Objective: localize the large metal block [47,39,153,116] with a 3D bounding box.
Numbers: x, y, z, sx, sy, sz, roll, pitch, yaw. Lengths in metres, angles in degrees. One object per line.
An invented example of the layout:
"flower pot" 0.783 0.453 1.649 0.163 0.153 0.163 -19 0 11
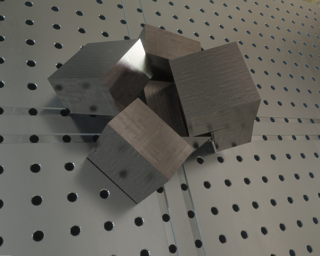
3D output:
"large metal block" -0.067 -0.060 0.365 0.080 0.080 0.050 -58 140 -39

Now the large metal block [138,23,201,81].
"large metal block" 0.002 -0.085 0.426 0.081 0.080 0.050 12 57 -21

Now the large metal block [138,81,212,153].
"large metal block" 0.011 -0.013 0.405 0.081 0.050 0.080 1 61 -28

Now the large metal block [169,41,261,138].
"large metal block" 0.061 -0.044 0.362 0.080 0.050 0.080 -15 64 2

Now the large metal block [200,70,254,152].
"large metal block" 0.088 -0.023 0.423 0.050 0.080 0.080 -17 65 6

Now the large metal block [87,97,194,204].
"large metal block" -0.024 0.027 0.341 0.080 0.080 0.050 43 50 1
